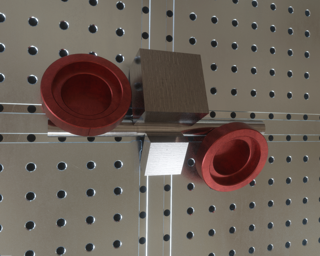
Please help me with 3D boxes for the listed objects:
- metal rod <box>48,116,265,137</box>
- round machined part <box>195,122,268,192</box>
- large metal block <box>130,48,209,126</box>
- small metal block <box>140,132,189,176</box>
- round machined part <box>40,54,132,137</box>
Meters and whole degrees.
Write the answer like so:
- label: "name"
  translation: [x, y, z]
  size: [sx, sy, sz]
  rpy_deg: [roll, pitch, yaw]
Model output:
- label: "metal rod"
  translation: [0.010, 0.000, 0.417]
  size: [0.302, 0.025, 0.025]
  rpy_deg: [0, 90, -20]
- label: "round machined part"
  translation: [0.094, 0.036, 0.425]
  size: [0.099, 0.042, 0.097]
  rpy_deg: [-8, 118, -16]
- label: "large metal block"
  translation: [0.009, -0.048, 0.391]
  size: [0.081, 0.050, 0.080]
  rpy_deg: [1, 72, -20]
- label: "small metal block"
  translation: [0.005, 0.034, 0.404]
  size: [0.050, 0.025, 0.050]
  rpy_deg: [1, 119, -20]
- label: "round machined part"
  translation: [-0.085, -0.034, 0.358]
  size: [0.099, 0.042, 0.098]
  rpy_deg: [9, 61, -16]
